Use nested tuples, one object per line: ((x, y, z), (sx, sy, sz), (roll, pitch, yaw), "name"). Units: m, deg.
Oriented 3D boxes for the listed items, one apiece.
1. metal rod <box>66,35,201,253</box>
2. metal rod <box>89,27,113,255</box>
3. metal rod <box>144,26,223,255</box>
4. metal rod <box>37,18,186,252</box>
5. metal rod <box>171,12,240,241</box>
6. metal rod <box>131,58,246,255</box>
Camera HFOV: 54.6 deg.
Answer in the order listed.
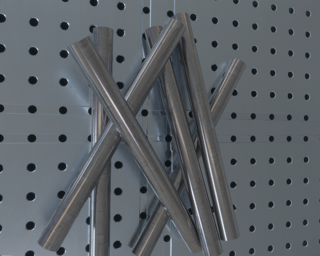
((-0.015, 0.037, 0.361), (0.025, 0.025, 0.299), (-35, 114, -16), "metal rod")
((-0.073, 0.027, 0.385), (0.025, 0.025, 0.298), (1, 90, -20), "metal rod")
((0.030, 0.015, 0.401), (0.025, 0.025, 0.299), (-14, 87, -20), "metal rod")
((-0.051, 0.001, 0.365), (0.025, 0.025, 0.300), (32, 81, -17), "metal rod")
((0.058, -0.006, 0.409), (0.025, 0.025, 0.299), (-10, 84, -20), "metal rod")
((0.044, 0.035, 0.428), (0.025, 0.025, 0.300), (32, 80, -17), "metal rod")
